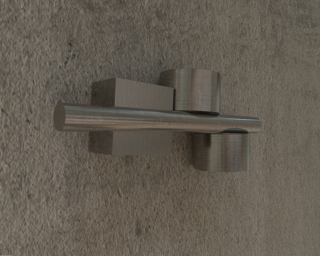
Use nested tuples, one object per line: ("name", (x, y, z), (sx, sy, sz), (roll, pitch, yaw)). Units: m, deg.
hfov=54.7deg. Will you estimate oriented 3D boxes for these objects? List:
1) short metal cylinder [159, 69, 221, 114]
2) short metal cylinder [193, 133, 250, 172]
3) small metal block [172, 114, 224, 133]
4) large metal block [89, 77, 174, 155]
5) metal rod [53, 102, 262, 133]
("short metal cylinder", (0.039, -0.045, 0.406), (0.081, 0.080, 0.050), (3, 89, -40))
("short metal cylinder", (0.088, 0.033, 0.446), (0.081, 0.080, 0.050), (0, 91, -40))
("small metal block", (0.053, -0.005, 0.435), (0.050, 0.050, 0.025), (1, 89, -40))
("large metal block", (-0.032, -0.010, 0.360), (0.081, 0.050, 0.080), (4, 88, -40))
("metal rod", (0.027, -0.007, 0.365), (0.302, 0.025, 0.025), (1, 89, -41))
